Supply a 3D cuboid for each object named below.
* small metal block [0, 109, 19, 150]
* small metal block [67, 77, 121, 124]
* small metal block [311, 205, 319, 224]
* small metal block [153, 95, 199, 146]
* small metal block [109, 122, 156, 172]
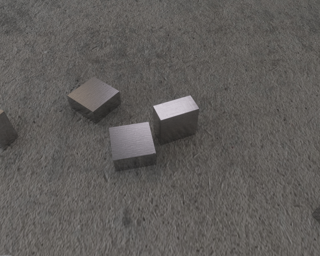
[{"bbox_3d":[-0.214,-0.005,0.389,0.050,0.050,0.025,22,54,17],"label":"small metal block"},{"bbox_3d":[-0.092,-0.040,0.436,0.050,0.025,0.050,31,56,23],"label":"small metal block"},{"bbox_3d":[0.200,0.095,0.325,0.050,0.025,0.050,-23,54,-18],"label":"small metal block"},{"bbox_3d":[0.020,-0.009,0.395,0.050,0.050,0.025,-17,52,-14],"label":"small metal block"},{"bbox_3d":[-0.034,0.023,0.384,0.050,0.025,0.050,-9,51,-8],"label":"small metal block"}]
